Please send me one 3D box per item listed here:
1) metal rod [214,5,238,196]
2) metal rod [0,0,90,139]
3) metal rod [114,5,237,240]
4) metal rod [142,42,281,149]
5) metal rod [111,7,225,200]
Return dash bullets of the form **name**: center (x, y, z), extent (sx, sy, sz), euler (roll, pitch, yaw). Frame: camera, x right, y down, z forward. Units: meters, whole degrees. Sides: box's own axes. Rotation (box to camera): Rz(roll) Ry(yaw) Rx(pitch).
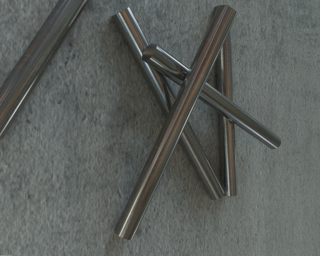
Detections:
- **metal rod**: center (0.105, -0.041, 0.495), extent (0.025, 0.025, 0.298), euler (-5, 94, -40)
- **metal rod**: center (-0.095, -0.125, 0.325), extent (0.025, 0.025, 0.300), euler (37, 67, -34)
- **metal rod**: center (0.020, -0.008, 0.375), extent (0.025, 0.025, 0.299), euler (26, 88, -38)
- **metal rod**: center (0.094, -0.032, 0.451), extent (0.301, 0.025, 0.025), euler (28, 72, -37)
- **metal rod**: center (0.021, -0.017, 0.424), extent (0.025, 0.025, 0.299), euler (-44, 117, -31)
